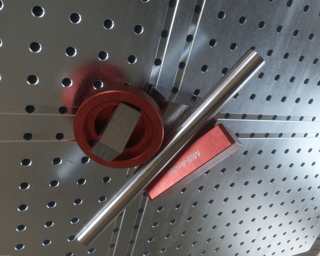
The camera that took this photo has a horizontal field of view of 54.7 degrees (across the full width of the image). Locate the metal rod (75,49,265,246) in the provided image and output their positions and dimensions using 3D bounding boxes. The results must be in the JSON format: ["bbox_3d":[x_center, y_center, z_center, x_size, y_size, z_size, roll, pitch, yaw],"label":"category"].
[{"bbox_3d":[0.009,0.026,0.369,0.300,0.025,0.025,-47,130,4],"label":"metal rod"}]

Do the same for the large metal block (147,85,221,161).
[{"bbox_3d":[0.019,-0.002,0.405,0.081,0.050,0.079,9,114,-33],"label":"large metal block"}]

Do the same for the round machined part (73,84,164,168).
[{"bbox_3d":[-0.045,-0.005,0.357,0.099,0.042,0.097,0,118,0],"label":"round machined part"}]

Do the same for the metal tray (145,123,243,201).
[{"bbox_3d":[0.046,0.047,0.421,0.130,0.030,0.090,-37,163,13],"label":"metal tray"}]

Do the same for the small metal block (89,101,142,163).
[{"bbox_3d":[-0.049,0.006,0.337,0.025,0.050,0.050,31,63,-13],"label":"small metal block"}]
